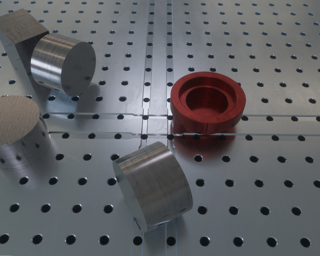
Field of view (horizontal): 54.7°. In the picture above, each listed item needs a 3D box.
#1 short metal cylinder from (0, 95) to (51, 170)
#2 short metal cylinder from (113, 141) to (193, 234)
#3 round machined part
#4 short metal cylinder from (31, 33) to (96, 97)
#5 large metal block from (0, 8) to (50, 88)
[{"bbox_3d":[-0.184,0.005,0.386,0.080,0.050,0.080,0,50,0],"label":"short metal cylinder"},{"bbox_3d":[-0.009,0.060,0.321,0.050,0.080,0.080,-23,54,-18],"label":"short metal cylinder"},{"bbox_3d":[0.063,-0.029,0.421,0.099,0.042,0.098,0,50,0],"label":"round machined part"},{"bbox_3d":[-0.137,-0.091,0.447,0.050,0.080,0.080,20,53,16],"label":"short metal cylinder"},{"bbox_3d":[-0.201,-0.122,0.473,0.050,0.080,0.080,-34,58,-25],"label":"large metal block"}]
